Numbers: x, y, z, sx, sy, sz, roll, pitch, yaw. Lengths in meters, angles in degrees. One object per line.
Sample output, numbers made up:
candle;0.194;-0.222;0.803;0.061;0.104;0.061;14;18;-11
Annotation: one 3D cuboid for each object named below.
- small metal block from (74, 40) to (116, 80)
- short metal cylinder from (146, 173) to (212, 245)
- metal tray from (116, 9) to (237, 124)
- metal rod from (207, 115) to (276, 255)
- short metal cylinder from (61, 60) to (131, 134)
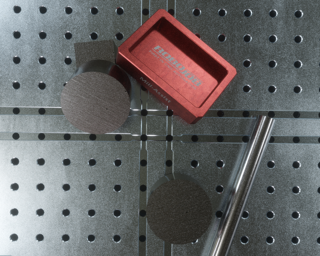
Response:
small metal block;-0.084;-0.087;0.413;0.050;0.025;0.050;-5;90;0
short metal cylinder;0.023;0.102;0.401;0.081;0.050;0.079;0;90;0
metal tray;0.021;-0.079;0.395;0.130;0.030;0.090;40;68;0
metal rod;0.092;0.127;0.414;0.025;0.025;0.299;20;90;0
short metal cylinder;-0.076;-0.039;0.384;0.081;0.050;0.079;-1;118;-2
